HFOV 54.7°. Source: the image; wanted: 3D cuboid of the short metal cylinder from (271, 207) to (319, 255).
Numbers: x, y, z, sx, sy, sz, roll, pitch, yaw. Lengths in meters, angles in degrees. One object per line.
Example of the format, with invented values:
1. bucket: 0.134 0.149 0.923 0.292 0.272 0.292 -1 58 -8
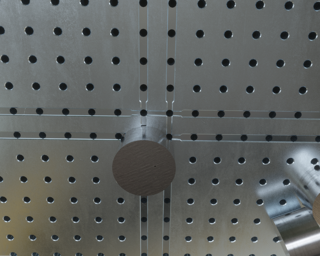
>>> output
1. short metal cylinder: 0.201 0.161 0.445 0.050 0.080 0.080 -22 109 8

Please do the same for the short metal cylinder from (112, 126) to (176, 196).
1. short metal cylinder: -0.020 0.043 0.416 0.081 0.050 0.079 0 110 0

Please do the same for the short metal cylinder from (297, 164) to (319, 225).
1. short metal cylinder: 0.244 0.096 0.437 0.081 0.050 0.079 0 110 0
